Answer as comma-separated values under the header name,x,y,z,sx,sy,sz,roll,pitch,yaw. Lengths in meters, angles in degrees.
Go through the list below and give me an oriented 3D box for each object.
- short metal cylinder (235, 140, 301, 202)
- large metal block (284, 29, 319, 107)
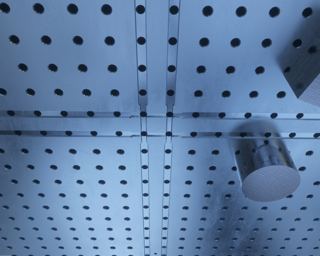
name,x,y,z,sx,sy,sz,roll,pitch,yaw
short metal cylinder,0.154,0.063,0.450,0.081,0.050,0.079,0,130,0
large metal block,0.202,-0.064,0.343,0.081,0.050,0.079,17,128,-15
